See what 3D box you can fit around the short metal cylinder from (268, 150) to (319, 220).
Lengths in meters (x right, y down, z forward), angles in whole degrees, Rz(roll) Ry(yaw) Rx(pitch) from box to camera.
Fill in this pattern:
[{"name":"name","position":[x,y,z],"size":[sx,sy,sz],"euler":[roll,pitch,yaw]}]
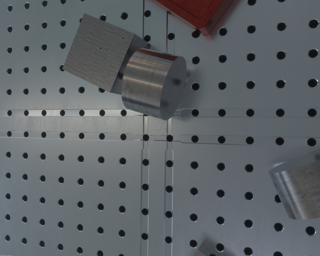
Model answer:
[{"name":"short metal cylinder","position":[0.163,0.056,0.326],"size":[0.080,0.080,0.050],"euler":[-24,82,18]}]

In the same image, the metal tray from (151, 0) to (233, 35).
[{"name":"metal tray","position":[0.033,-0.193,0.398],"size":[0.130,0.030,0.090],"euler":[39,102,15]}]

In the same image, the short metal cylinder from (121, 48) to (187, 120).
[{"name":"short metal cylinder","position":[-0.005,-0.054,0.385],"size":[0.050,0.080,0.080],"euler":[17,96,19]}]

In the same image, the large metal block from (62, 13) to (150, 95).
[{"name":"large metal block","position":[-0.073,-0.099,0.425],"size":[0.080,0.050,0.080],"euler":[27,99,18]}]

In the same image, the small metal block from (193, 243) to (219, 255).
[{"name":"small metal block","position":[0.059,0.185,0.392],"size":[0.050,0.025,0.050],"euler":[33,101,16]}]
